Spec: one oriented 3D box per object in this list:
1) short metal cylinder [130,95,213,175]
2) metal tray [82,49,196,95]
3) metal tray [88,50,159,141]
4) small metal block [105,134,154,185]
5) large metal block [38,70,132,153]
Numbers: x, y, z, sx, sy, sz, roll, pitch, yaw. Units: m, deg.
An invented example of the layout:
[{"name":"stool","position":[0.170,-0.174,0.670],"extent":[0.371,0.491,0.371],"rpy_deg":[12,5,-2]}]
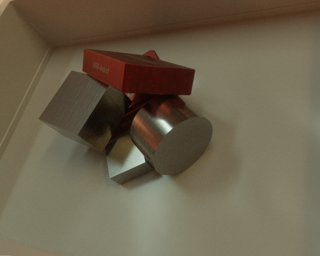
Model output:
[{"name":"short metal cylinder","position":[0.013,0.007,0.357],"extent":[0.080,0.080,0.050],"rpy_deg":[-43,51,-2]},{"name":"metal tray","position":[-0.031,-0.071,0.383],"extent":[0.130,0.091,0.030],"rpy_deg":[31,117,52]},{"name":"metal tray","position":[-0.046,-0.047,0.451],"extent":[0.130,0.030,0.090],"rpy_deg":[-30,52,8]},{"name":"small metal block","position":[-0.040,0.038,0.400],"extent":[0.050,0.025,0.050],"rpy_deg":[-26,53,12]},{"name":"large metal block","position":[-0.098,-0.024,0.411],"extent":[0.080,0.050,0.080],"rpy_deg":[18,71,34]}]
